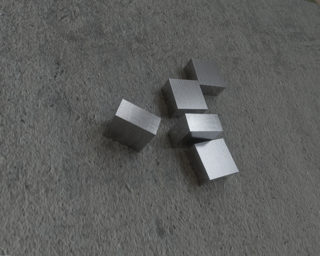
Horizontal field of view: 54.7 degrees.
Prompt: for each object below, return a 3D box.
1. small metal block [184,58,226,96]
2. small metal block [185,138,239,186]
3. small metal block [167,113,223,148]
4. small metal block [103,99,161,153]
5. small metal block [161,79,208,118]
[{"bbox_3d":[0.071,-0.080,0.490,0.050,0.025,0.050,2,61,-27],"label":"small metal block"},{"bbox_3d":[0.069,0.045,0.413,0.050,0.025,0.050,-9,66,-32],"label":"small metal block"},{"bbox_3d":[0.046,0.005,0.409,0.050,0.050,0.025,0,62,-28],"label":"small metal block"},{"bbox_3d":[-0.034,-0.001,0.370,0.050,0.050,0.025,27,53,-12],"label":"small metal block"},{"bbox_3d":[0.035,-0.042,0.448,0.050,0.025,0.050,-1,62,-29],"label":"small metal block"}]
